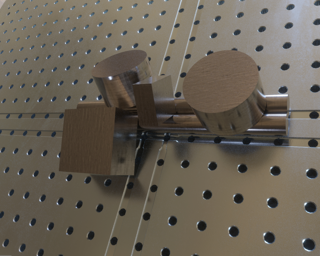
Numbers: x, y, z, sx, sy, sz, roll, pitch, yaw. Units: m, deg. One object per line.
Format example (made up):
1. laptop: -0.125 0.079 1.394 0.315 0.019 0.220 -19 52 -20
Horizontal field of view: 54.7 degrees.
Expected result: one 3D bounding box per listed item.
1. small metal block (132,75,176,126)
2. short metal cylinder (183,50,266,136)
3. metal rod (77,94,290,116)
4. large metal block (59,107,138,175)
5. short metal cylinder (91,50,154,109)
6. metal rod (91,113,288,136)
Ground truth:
1. small metal block: -0.005 -0.034 0.375 0.025 0.050 0.050 1 20 28
2. short metal cylinder: 0.072 -0.038 0.341 0.080 0.050 0.080 -13 56 21
3. metal rod: 0.011 -0.028 0.415 0.300 0.025 0.025 1 62 28
4. large metal block: -0.078 0.018 0.400 0.080 0.050 0.080 -1 82 28
5. short metal cylinder: -0.049 -0.070 0.438 0.080 0.050 0.080 -13 33 9
6. metal rod: 0.005 -0.006 0.405 0.300 0.025 0.025 1 62 28
